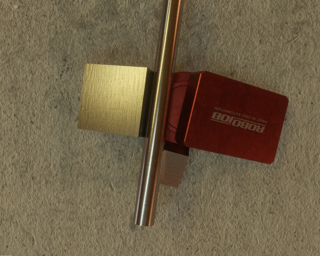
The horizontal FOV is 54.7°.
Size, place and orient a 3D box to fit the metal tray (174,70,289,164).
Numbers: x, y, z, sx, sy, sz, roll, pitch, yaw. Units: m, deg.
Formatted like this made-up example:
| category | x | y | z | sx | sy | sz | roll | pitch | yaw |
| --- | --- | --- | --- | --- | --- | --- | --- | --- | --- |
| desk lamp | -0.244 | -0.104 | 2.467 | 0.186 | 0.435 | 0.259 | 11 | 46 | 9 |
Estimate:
| category | x | y | z | sx | sy | sz | roll | pitch | yaw |
| --- | --- | --- | --- | --- | --- | --- | --- | --- | --- |
| metal tray | 0.091 | -0.011 | 0.387 | 0.131 | 0.030 | 0.089 | 13 | 91 | -21 |

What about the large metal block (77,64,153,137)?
| category | x | y | z | sx | sy | sz | roll | pitch | yaw |
| --- | --- | --- | --- | --- | --- | --- | --- | --- | --- |
| large metal block | -0.050 | -0.033 | 0.387 | 0.080 | 0.050 | 0.080 | 7 | 90 | 18 |

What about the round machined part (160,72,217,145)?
| category | x | y | z | sx | sy | sz | roll | pitch | yaw |
| --- | --- | --- | --- | --- | --- | --- | --- | --- | --- |
| round machined part | 0.031 | -0.025 | 0.403 | 0.099 | 0.042 | 0.097 | 0 | 90 | 0 |

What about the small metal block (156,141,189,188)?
| category | x | y | z | sx | sy | sz | roll | pitch | yaw |
| --- | --- | --- | --- | --- | --- | --- | --- | --- | --- |
| small metal block | 0.007 | 0.045 | 0.401 | 0.050 | 0.025 | 0.050 | 16 | 116 | 0 |

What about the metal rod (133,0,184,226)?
| category | x | y | z | sx | sy | sz | roll | pitch | yaw |
| --- | --- | --- | --- | --- | --- | --- | --- | --- | --- |
| metal rod | 0.001 | -0.036 | 0.369 | 0.025 | 0.025 | 0.298 | 8 | 88 | 0 |
